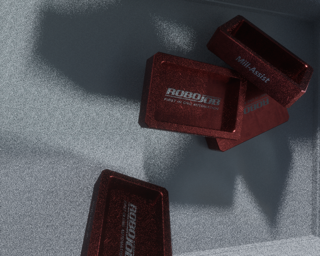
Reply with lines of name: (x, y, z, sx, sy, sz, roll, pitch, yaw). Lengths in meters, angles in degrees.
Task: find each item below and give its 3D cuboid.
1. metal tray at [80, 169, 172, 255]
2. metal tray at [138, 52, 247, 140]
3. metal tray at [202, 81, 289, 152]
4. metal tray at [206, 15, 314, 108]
metal tray: (-0.034, 0.113, 0.347, 0.091, 0.130, 0.030, 21, 123, -17)
metal tray: (0.044, -0.037, 0.392, 0.131, 0.030, 0.089, 8, 87, -20)
metal tray: (0.120, -0.030, 0.454, 0.131, 0.030, 0.090, -23, 98, -19)
metal tray: (0.135, -0.093, 0.411, 0.130, 0.030, 0.090, 39, 42, 7)
